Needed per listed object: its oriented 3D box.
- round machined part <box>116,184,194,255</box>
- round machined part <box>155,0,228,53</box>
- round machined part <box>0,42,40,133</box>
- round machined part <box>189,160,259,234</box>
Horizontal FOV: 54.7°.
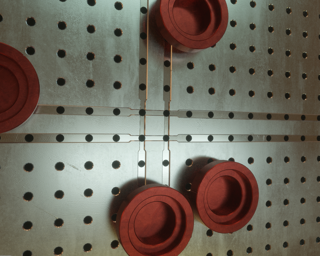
[{"bbox_3d":[-0.009,0.121,0.401,0.099,0.042,0.097,0,90,-20],"label":"round machined part"},{"bbox_3d":[0.039,-0.151,0.419,0.099,0.042,0.097,0,90,-21],"label":"round machined part"},{"bbox_3d":[-0.183,-0.042,0.336,0.099,0.042,0.097,0,90,-21],"label":"round machined part"},{"bbox_3d":[0.086,0.093,0.437,0.099,0.042,0.097,0,90,-21],"label":"round machined part"}]
